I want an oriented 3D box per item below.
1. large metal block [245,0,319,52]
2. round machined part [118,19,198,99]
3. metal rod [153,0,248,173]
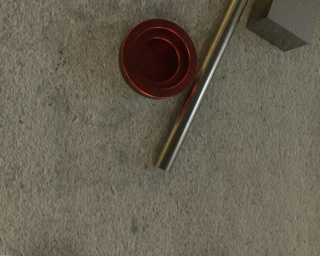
[{"bbox_3d":[0.188,-0.174,0.465,0.080,0.050,0.080,24,82,-19],"label":"large metal block"},{"bbox_3d":[-0.005,-0.085,0.398,0.099,0.042,0.097,0,90,-20],"label":"round machined part"},{"bbox_3d":[0.065,-0.080,0.432,0.025,0.025,0.299,28,81,-18],"label":"metal rod"}]
